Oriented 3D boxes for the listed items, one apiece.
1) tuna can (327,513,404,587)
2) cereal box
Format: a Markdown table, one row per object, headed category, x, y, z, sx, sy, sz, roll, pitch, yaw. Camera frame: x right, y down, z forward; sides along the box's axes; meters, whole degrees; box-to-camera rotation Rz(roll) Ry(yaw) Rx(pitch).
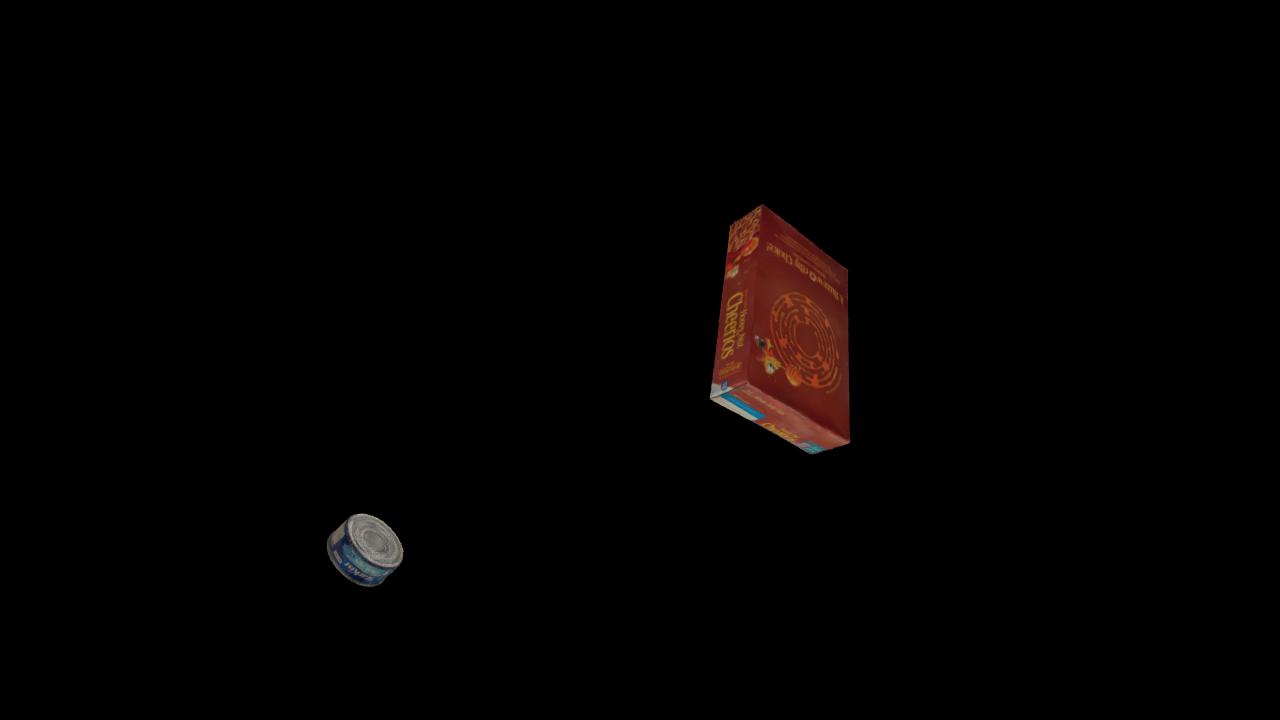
| category | x | y | z | sx | sy | sz | roll | pitch | yaw |
| --- | --- | --- | --- | --- | --- | --- | --- | --- | --- |
| tuna can | -0.324 | 0.224 | 0.730 | 0.034 | 0.084 | 0.084 | -42 | -4 | 4 |
| cereal box | 0.207 | -0.045 | 0.876 | 0.203 | 0.306 | 0.081 | 28 | -33 | -28 |
